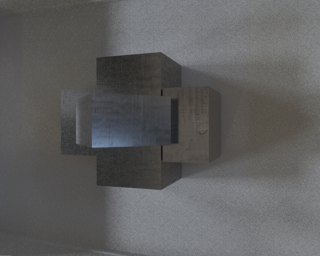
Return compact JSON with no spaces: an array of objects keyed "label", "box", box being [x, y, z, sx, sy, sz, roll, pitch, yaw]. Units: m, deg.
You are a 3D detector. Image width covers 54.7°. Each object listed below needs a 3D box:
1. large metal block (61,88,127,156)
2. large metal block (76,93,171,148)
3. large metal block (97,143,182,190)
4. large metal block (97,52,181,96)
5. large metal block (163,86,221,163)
[{"label":"large metal block","box":[-0.084,-0.007,0.410,0.050,0.080,0.080,0,90,20]},{"label":"large metal block","box":[-0.042,-0.007,0.335,0.081,0.080,0.050,0,90,-25]},{"label":"large metal block","box":[-0.023,0.042,0.388,0.080,0.080,0.050,0,90,20]},{"label":"large metal block","box":[-0.023,-0.058,0.388,0.080,0.080,0.050,0,90,20]},{"label":"large metal block","box":[0.040,-0.004,0.364,0.050,0.080,0.080,0,90,19]}]
